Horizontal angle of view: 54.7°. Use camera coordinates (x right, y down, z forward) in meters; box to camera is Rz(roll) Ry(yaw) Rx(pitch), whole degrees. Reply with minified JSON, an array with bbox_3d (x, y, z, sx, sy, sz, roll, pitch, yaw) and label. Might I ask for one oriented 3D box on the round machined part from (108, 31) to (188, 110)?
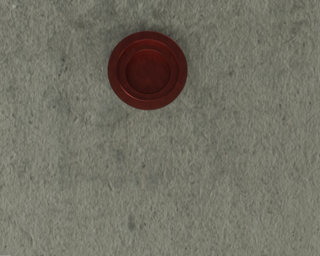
[{"bbox_3d":[-0.015,-0.071,0.401,0.099,0.042,0.097,0,90,-1],"label":"round machined part"}]
